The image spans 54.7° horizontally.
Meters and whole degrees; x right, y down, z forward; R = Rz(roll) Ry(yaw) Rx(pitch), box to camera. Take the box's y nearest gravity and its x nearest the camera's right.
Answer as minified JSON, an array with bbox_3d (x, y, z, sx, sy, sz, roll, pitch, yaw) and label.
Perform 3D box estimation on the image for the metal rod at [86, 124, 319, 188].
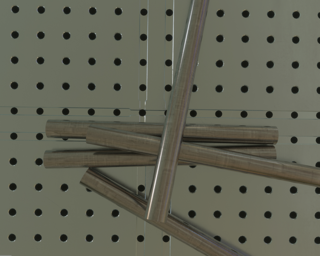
[{"bbox_3d":[0.060,0.035,0.388,0.302,0.025,0.025,11,90,-1],"label":"metal rod"}]

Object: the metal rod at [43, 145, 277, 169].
[{"bbox_3d":[0.001,0.038,0.413,0.302,0.025,0.025,-1,90,-1],"label":"metal rod"}]

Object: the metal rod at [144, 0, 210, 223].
[{"bbox_3d":[0.025,-0.040,0.378,0.025,0.025,0.299,12,76,-1],"label":"metal rod"}]

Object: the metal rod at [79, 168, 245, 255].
[{"bbox_3d":[0.030,0.138,0.413,0.301,0.025,0.025,30,90,-1],"label":"metal rod"}]

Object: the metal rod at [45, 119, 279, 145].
[{"bbox_3d":[0.003,0.005,0.413,0.302,0.025,0.025,2,90,-1],"label":"metal rod"}]
